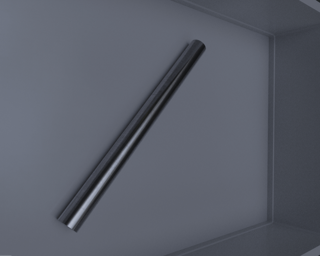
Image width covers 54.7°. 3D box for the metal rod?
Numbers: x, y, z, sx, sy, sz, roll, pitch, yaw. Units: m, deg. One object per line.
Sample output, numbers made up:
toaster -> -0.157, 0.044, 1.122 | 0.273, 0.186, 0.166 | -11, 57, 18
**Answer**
metal rod -> -0.021, -0.008, 0.390 | 0.025, 0.025, 0.301 | 50, 61, -29
